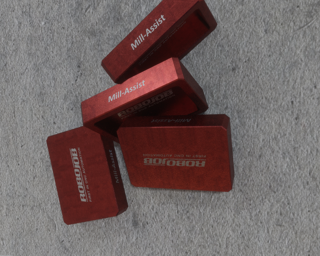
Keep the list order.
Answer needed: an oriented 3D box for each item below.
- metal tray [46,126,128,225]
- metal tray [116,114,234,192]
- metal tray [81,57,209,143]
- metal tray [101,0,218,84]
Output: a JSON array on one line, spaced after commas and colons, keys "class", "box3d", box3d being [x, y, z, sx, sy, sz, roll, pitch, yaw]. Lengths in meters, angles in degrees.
[{"class": "metal tray", "box3d": [-0.105, 0.065, 0.443, 0.090, 0.030, 0.129, -16, 85, 19]}, {"class": "metal tray", "box3d": [0.020, 0.031, 0.378, 0.130, 0.030, 0.089, -1, 119, 20]}, {"class": "metal tray", "box3d": [-0.017, -0.026, 0.377, 0.130, 0.090, 0.030, -23, 62, 18]}, {"class": "metal tray", "box3d": [0.002, -0.102, 0.373, 0.130, 0.090, 0.030, -40, 77, 15]}]
